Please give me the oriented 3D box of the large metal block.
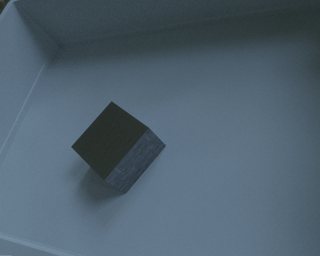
[{"bbox_3d":[-0.054,0.024,0.404,0.080,0.050,0.080,35,81,38],"label":"large metal block"}]
